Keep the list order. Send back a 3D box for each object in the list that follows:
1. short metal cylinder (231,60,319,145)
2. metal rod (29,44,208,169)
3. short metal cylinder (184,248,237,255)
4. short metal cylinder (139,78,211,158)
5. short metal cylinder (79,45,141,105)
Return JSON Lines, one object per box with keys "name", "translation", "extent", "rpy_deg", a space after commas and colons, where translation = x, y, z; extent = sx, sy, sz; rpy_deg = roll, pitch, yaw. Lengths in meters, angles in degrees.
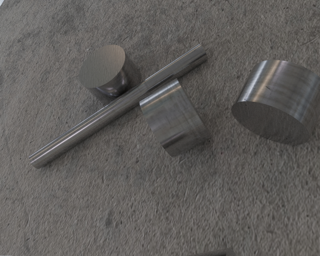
{"name": "short metal cylinder", "translation": [0.122, -0.025, 0.320], "extent": [0.080, 0.080, 0.050], "rpy_deg": [20, 73, 35]}
{"name": "metal rod", "translation": [-0.064, -0.028, 0.455], "extent": [0.300, 0.025, 0.025], "rpy_deg": [-32, 52, 7]}
{"name": "short metal cylinder", "translation": [0.043, 0.146, 0.257], "extent": [0.050, 0.080, 0.080], "rpy_deg": [-18, 55, 18]}
{"name": "short metal cylinder", "translation": [0.019, -0.012, 0.366], "extent": [0.050, 0.080, 0.080], "rpy_deg": [-31, 52, 9]}
{"name": "short metal cylinder", "translation": [-0.076, -0.081, 0.477], "extent": [0.080, 0.050, 0.080], "rpy_deg": [-13, 56, 21]}
